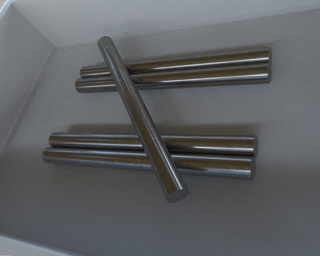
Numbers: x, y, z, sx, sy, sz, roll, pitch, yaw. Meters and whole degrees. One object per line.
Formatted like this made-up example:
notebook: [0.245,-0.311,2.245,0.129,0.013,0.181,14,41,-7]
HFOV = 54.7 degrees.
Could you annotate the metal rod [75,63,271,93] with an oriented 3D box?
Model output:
metal rod: [0.000,-0.068,0.445,0.300,0.025,0.025,1,62,28]

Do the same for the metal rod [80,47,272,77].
metal rod: [0.005,-0.090,0.456,0.300,0.025,0.025,1,62,28]

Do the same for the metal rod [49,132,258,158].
metal rod: [-0.029,0.019,0.407,0.300,0.025,0.025,0,62,28]

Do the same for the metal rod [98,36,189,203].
metal rod: [-0.036,-0.034,0.412,0.025,0.025,0.300,-33,51,7]

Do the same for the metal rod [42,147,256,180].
metal rod: [-0.035,0.042,0.396,0.300,0.025,0.025,0,62,28]
